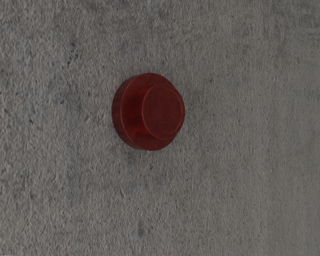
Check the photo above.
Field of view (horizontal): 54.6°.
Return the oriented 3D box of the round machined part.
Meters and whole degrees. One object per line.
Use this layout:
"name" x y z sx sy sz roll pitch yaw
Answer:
"round machined part" -0.007 -0.020 0.387 0.099 0.042 0.097 0 90 -40
